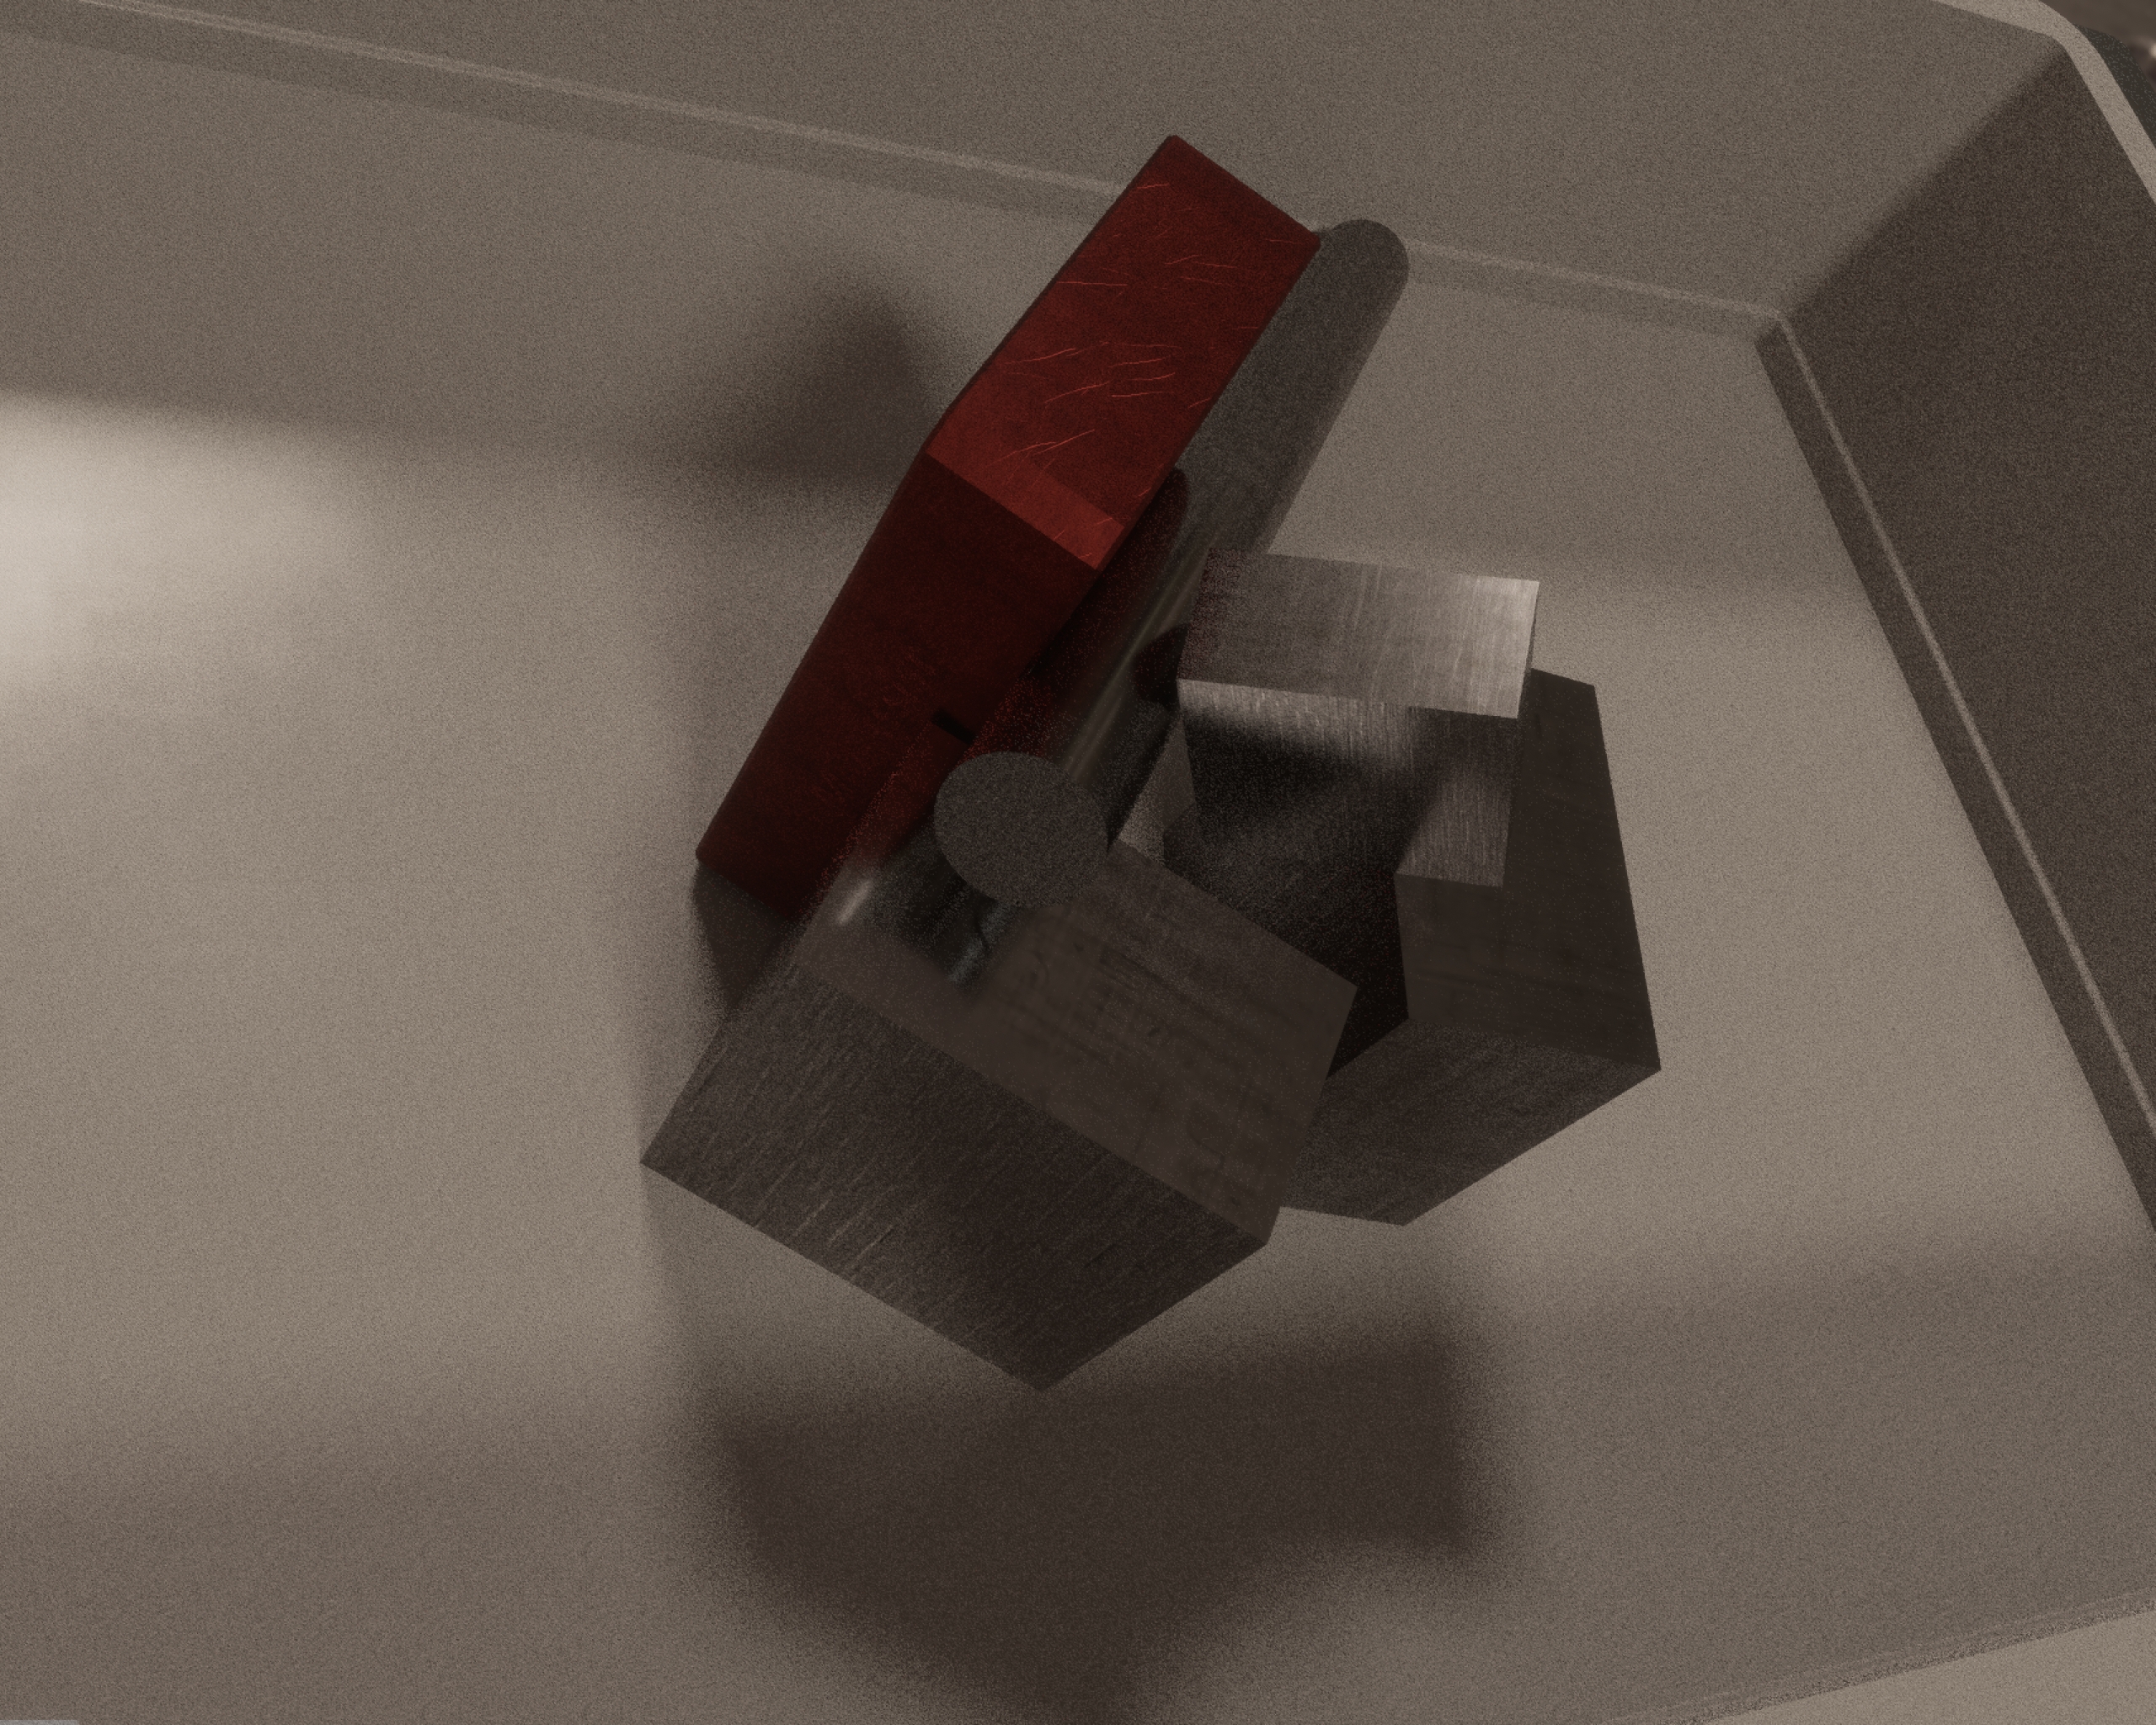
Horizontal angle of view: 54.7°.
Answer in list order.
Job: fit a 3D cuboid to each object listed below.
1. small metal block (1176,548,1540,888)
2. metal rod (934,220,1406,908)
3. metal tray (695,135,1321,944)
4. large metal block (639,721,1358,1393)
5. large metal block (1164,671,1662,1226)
[{"bbox_3d":[0.045,-0.022,0.332,0.050,0.050,0.025,8,61,13],"label":"small metal block"},{"bbox_3d":[0.032,-0.079,0.413,0.025,0.025,0.301,36,34,-5],"label":"metal rod"},{"bbox_3d":[-0.015,-0.051,0.360,0.030,0.129,0.090,35,52,-5],"label":"metal tray"},{"bbox_3d":[-0.015,0.035,0.342,0.080,0.080,0.050,32,52,-8],"label":"large metal block"},{"bbox_3d":[0.058,0.014,0.394,0.050,0.080,0.080,13,56,-22],"label":"large metal block"}]
